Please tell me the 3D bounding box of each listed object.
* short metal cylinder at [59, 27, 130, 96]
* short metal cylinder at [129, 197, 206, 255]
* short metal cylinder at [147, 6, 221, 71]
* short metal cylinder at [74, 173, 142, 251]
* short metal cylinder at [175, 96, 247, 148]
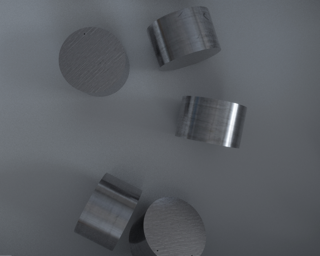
[{"bbox_3d":[-0.082,-0.082,0.398,0.081,0.050,0.080,0,90,0],"label":"short metal cylinder"},{"bbox_3d":[0.008,0.132,0.378,0.081,0.050,0.080,15,49,-18],"label":"short metal cylinder"},{"bbox_3d":[0.029,-0.108,0.384,0.080,0.080,0.050,-17,90,0],"label":"short metal cylinder"},{"bbox_3d":[-0.063,0.102,0.383,0.050,0.080,0.080,27,90,0],"label":"short metal cylinder"},{"bbox_3d":[0.063,-0.007,0.384,0.080,0.080,0.050,11,90,0],"label":"short metal cylinder"}]
